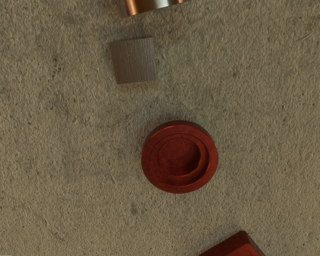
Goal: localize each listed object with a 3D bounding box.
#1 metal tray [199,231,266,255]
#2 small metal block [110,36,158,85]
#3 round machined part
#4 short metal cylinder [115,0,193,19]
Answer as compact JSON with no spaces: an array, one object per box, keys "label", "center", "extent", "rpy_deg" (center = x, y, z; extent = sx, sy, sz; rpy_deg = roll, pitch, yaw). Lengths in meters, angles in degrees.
[{"label":"metal tray","center":[0.134,0.236,0.495],"extent":[0.090,0.030,0.130],"rpy_deg":[-36,107,12]},{"label":"small metal block","center":[-0.030,-0.083,0.379],"extent":[0.050,0.025,0.050],"rpy_deg":[-7,110,2]},{"label":"round machined part","center":[0.025,0.035,0.414],"extent":[0.099,0.042,0.097],"rpy_deg":[0,110,-1]},{"label":"short metal cylinder","center":[-0.010,-0.150,0.325],"extent":[0.080,0.080,0.050],"rpy_deg":[-13,110,4]}]
